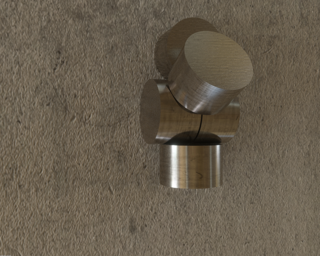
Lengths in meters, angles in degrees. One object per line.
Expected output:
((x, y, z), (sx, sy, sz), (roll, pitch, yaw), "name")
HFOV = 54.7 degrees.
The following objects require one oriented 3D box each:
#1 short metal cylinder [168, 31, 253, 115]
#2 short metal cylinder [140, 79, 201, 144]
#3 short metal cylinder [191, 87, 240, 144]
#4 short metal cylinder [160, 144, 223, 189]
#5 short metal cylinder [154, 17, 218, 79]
((0.055, -0.061, 0.348), (0.081, 0.050, 0.080), (10, 59, -16), "short metal cylinder")
((0.010, -0.020, 0.386), (0.050, 0.080, 0.079), (1, 90, -21), "short metal cylinder")
((0.060, -0.019, 0.404), (0.050, 0.080, 0.079), (0, 90, -20), "short metal cylinder")
((0.040, 0.045, 0.397), (0.081, 0.080, 0.050), (0, 90, -20), "short metal cylinder")
((0.038, -0.099, 0.413), (0.081, 0.050, 0.079), (0, 90, -21), "short metal cylinder")
